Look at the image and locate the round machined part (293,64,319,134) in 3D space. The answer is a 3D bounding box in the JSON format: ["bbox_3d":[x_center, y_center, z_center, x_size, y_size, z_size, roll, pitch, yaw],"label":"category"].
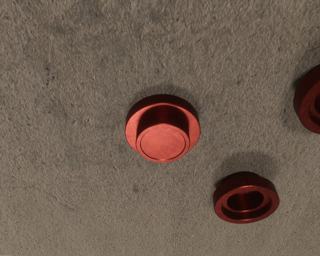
[{"bbox_3d":[0.207,-0.041,0.364,0.099,0.042,0.097,-1,130,0],"label":"round machined part"}]

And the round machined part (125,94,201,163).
[{"bbox_3d":[0.003,0.008,0.403,0.099,0.042,0.097,-1,130,0],"label":"round machined part"}]

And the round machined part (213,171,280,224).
[{"bbox_3d":[0.132,0.106,0.488,0.099,0.042,0.097,-1,130,0],"label":"round machined part"}]
